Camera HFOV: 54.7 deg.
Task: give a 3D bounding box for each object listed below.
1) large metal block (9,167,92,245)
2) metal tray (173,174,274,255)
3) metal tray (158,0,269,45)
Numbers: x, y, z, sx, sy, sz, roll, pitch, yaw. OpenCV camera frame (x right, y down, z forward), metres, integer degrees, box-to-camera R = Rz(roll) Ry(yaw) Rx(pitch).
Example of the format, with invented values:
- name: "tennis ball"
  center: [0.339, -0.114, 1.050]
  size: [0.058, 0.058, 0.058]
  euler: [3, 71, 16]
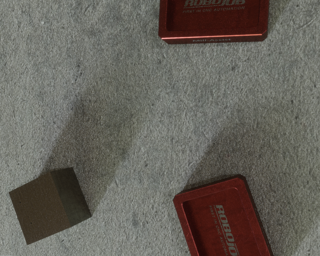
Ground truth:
- name: "large metal block"
  center: [-0.159, 0.112, 0.452]
  size: [0.080, 0.050, 0.080]
  euler: [-26, 82, 18]
- name: "metal tray"
  center: [0.080, 0.132, 0.377]
  size: [0.090, 0.030, 0.129]
  euler: [-21, 83, 18]
- name: "metal tray"
  center: [0.066, -0.153, 0.382]
  size: [0.130, 0.030, 0.089]
  euler: [4, 91, 19]
